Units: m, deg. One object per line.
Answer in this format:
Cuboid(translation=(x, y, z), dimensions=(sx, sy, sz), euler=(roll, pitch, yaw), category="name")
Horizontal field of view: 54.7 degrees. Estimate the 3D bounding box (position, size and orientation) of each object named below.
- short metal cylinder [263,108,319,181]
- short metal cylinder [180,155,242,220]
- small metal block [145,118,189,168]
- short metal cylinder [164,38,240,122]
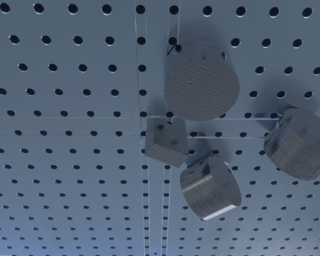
Cuboid(translation=(0.181, 0.020, 0.394), dimensions=(0.081, 0.080, 0.050), euler=(14, 129, -12), category="short metal cylinder")
Cuboid(translation=(0.074, 0.086, 0.449), dimensions=(0.050, 0.080, 0.080), euler=(-34, 123, 25), category="short metal cylinder")
Cuboid(translation=(0.009, 0.019, 0.412), dimensions=(0.050, 0.050, 0.025), euler=(22, 127, -18), category="small metal block")
Cuboid(translation=(0.045, -0.054, 0.350), dimensions=(0.081, 0.050, 0.079), euler=(0, 130, 0), category="short metal cylinder")
